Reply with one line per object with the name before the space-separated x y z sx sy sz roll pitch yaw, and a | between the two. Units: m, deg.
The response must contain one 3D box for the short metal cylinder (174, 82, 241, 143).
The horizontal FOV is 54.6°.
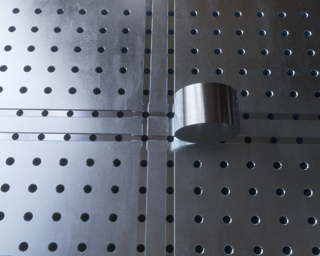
short metal cylinder | 0.058 -0.016 0.389 0.080 0.080 0.050 0 70 0
